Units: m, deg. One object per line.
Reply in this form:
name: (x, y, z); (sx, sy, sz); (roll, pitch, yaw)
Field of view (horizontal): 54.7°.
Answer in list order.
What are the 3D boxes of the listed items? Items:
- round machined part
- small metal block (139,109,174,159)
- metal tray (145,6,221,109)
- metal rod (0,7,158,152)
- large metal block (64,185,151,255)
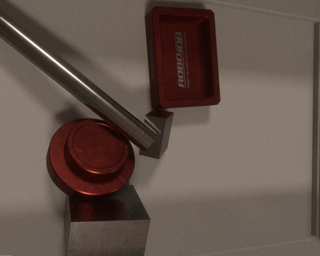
round machined part: (-0.074, 0.029, 0.351); (0.099, 0.042, 0.098); (15, 52, -19)
small metal block: (-0.004, 0.006, 0.388); (0.025, 0.050, 0.050); (13, 104, 10)
metal tray: (0.031, -0.093, 0.420); (0.091, 0.030, 0.129); (-5, 92, -20)
metal rod: (-0.127, -0.077, 0.337); (0.300, 0.025, 0.025); (39, 77, -6)
large metal block: (-0.064, 0.105, 0.353); (0.081, 0.080, 0.050); (5, 105, -20)
